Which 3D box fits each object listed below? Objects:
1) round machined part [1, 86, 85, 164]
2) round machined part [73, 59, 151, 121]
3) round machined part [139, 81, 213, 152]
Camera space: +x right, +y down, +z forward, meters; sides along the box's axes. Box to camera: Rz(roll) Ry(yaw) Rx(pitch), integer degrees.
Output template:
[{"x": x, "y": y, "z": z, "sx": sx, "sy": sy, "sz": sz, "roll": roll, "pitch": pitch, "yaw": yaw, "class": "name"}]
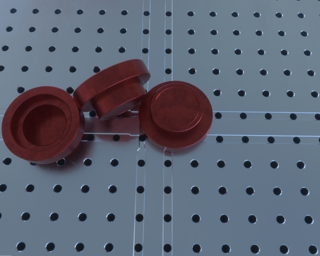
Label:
[{"x": -0.145, "y": -0.001, "z": 0.399, "sx": 0.099, "sy": 0.042, "sz": 0.098, "roll": -1, "pitch": 72, "yaw": 3, "class": "round machined part"}, {"x": -0.055, "y": -0.043, "z": 0.390, "sx": 0.099, "sy": 0.098, "sz": 0.042, "roll": -28, "pitch": 87, "yaw": -10, "class": "round machined part"}, {"x": 0.021, "y": -0.020, "z": 0.410, "sx": 0.099, "sy": 0.042, "sz": 0.098, "roll": 0, "pitch": 70, "yaw": -1, "class": "round machined part"}]
